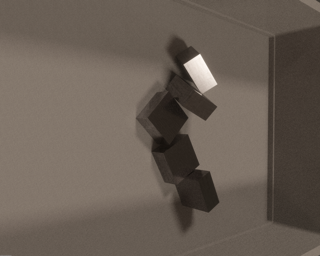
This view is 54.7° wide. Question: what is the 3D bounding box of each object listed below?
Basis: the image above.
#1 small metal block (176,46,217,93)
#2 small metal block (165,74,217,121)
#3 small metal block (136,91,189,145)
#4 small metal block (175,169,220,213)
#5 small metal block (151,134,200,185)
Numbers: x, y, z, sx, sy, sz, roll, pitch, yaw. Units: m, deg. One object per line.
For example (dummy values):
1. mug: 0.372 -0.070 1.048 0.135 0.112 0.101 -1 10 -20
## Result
1. small metal block: 0.051 -0.082 0.432 0.025 0.050 0.050 -32 117 8
2. small metal block: 0.042 -0.041 0.422 0.050 0.050 0.025 27 106 -42
3. small metal block: 0.004 -0.013 0.412 0.050 0.025 0.050 52 60 -28
4. small metal block: 0.050 0.086 0.435 0.025 0.050 0.050 -31 110 -36
5. small metal block: 0.022 0.042 0.428 0.050 0.025 0.050 -35 112 -35
